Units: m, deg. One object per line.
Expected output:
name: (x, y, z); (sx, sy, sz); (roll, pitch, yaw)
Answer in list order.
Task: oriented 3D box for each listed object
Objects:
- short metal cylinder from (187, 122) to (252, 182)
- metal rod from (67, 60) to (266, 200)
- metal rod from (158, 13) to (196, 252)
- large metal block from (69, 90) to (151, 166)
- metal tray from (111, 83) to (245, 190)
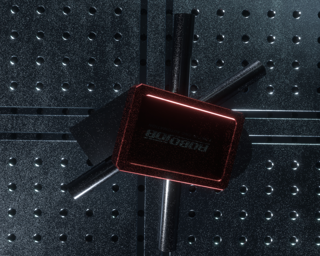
short metal cylinder: (0.072, 0.026, 0.401); (0.081, 0.050, 0.079); (0, 90, -1)
metal rod: (0.009, 0.002, 0.414); (0.301, 0.025, 0.025); (-34, 90, -1)
metal rod: (0.020, 0.013, 0.391); (0.025, 0.025, 0.298); (4, 99, -1)
large metal block: (-0.054, 0.000, 0.385); (0.080, 0.080, 0.050); (-34, 90, 0)
metal tray: (0.022, 0.012, 0.341); (0.131, 0.030, 0.089); (14, 90, -19)
